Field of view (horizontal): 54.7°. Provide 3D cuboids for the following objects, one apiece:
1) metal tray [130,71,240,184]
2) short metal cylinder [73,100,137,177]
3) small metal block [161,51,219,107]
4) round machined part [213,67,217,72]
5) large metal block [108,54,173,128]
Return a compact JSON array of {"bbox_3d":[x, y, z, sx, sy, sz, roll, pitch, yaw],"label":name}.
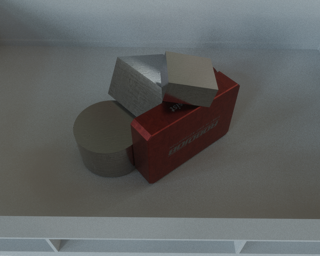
[{"bbox_3d":[0.030,0.000,0.361,0.131,0.089,0.030,-31,56,-24],"label":"metal tray"},{"bbox_3d":[-0.059,0.012,0.375,0.081,0.050,0.080,0,50,0],"label":"short metal cylinder"},{"bbox_3d":[0.029,-0.051,0.322,0.050,0.025,0.050,7,48,-12],"label":"small metal block"},{"bbox_3d":[0.047,-0.060,0.443,0.099,0.042,0.098,0,50,0],"label":"round machined part"},{"bbox_3d":[-0.003,-0.049,0.382,0.080,0.050,0.081,39,35,27],"label":"large metal block"}]
